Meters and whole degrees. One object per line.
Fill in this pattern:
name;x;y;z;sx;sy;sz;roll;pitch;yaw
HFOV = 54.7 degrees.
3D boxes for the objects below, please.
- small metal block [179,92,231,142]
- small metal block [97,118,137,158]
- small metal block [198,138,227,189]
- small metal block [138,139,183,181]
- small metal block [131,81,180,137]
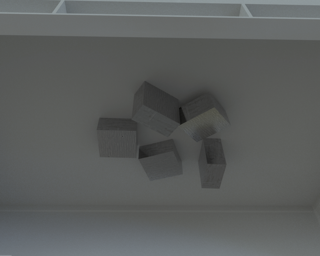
small metal block;0.054;-0.012;0.391;0.050;0.025;0.050;-28;141;21
small metal block;-0.057;0.014;0.420;0.050;0.025;0.050;2;130;-2
small metal block;0.072;0.050;0.436;0.025;0.050;0.050;2;130;-3
small metal block;0.002;0.047;0.449;0.050;0.025;0.050;-14;129;11
small metal block;-0.004;-0.023;0.373;0.050;0.050;0.025;27;125;-21
